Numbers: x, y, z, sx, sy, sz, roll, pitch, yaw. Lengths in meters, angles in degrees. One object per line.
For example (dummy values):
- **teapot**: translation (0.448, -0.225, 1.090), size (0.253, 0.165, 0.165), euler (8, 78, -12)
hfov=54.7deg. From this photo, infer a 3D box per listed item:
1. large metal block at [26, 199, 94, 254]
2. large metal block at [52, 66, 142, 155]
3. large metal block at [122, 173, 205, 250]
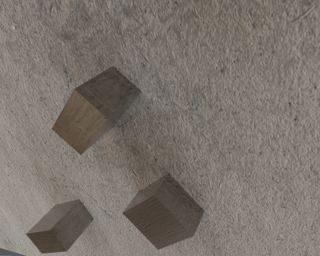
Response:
- **large metal block**: translation (-0.188, 0.186, 0.586), size (0.080, 0.080, 0.050), euler (-20, 108, 36)
- **large metal block**: translation (-0.081, -0.023, 0.400), size (0.050, 0.080, 0.080), euler (43, 129, -1)
- **large metal block**: translation (0.005, 0.127, 0.467), size (0.080, 0.050, 0.080), euler (48, 129, -6)
